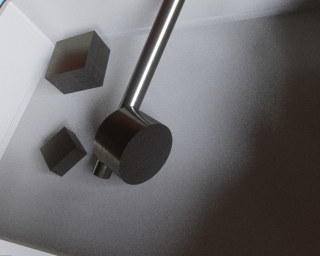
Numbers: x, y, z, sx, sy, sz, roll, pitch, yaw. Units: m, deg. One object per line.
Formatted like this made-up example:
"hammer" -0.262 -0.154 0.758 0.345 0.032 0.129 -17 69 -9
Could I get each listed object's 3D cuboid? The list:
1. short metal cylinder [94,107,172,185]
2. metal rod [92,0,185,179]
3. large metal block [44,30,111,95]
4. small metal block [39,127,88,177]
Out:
"short metal cylinder" -0.031 0.021 0.373 0.050 0.080 0.080 32 79 37
"metal rod" -0.019 -0.074 0.392 0.025 0.025 0.298 29 98 37
"large metal block" -0.138 -0.110 0.528 0.080 0.050 0.080 -8 58 23
"small metal block" -0.143 0.035 0.457 0.050 0.025 0.050 -42 51 -2
